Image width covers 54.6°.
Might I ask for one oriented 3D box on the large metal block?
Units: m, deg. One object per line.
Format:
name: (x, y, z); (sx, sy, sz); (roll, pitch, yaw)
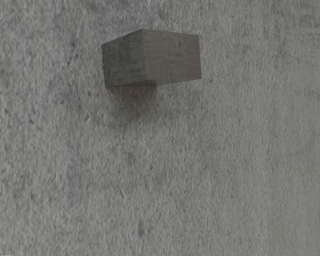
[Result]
large metal block: (-0.010, -0.077, 0.359); (0.081, 0.080, 0.050); (-8, 96, -40)
